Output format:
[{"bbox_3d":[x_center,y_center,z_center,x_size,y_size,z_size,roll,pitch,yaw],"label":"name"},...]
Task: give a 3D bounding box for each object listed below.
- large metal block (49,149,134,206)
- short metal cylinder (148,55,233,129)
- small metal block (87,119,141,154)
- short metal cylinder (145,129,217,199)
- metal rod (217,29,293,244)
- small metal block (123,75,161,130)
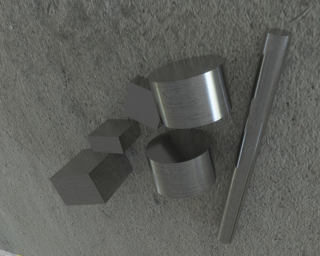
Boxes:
[{"bbox_3d":[-0.101,0.069,0.465,0.080,0.080,0.050,-11,113,32],"label":"large metal block"},{"bbox_3d":[0.032,-0.040,0.328,0.080,0.080,0.050,-2,117,29],"label":"short metal cylinder"},{"bbox_3d":[-0.062,0.010,0.428,0.050,0.050,0.025,1,119,27],"label":"small metal block"},{"bbox_3d":[0.026,0.042,0.382,0.080,0.080,0.050,2,119,27],"label":"short metal cylinder"},{"bbox_3d":[0.104,0.034,0.372,0.025,0.025,0.298,16,125,18],"label":"metal rod"},{"bbox_3d":[-0.015,-0.033,0.393,0.050,0.025,0.050,25,127,12],"label":"small metal block"}]
